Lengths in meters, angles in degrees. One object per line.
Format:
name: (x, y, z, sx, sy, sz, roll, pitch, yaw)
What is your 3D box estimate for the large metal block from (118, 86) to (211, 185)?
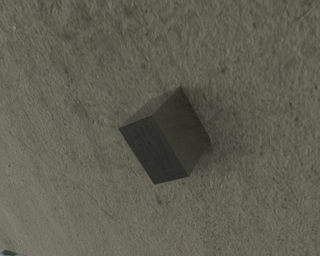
large metal block: (0.009, 0.008, 0.372, 0.050, 0.080, 0.080, -20, 108, 36)
